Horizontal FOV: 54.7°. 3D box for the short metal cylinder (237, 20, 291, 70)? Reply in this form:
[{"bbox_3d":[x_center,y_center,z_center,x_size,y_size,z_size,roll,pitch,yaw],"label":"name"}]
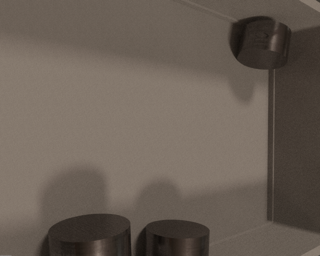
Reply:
[{"bbox_3d":[0.175,-0.137,0.520,0.080,0.080,0.050,19,78,-39],"label":"short metal cylinder"}]

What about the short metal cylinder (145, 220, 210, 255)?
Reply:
[{"bbox_3d":[0.021,0.152,0.391,0.081,0.080,0.050,4,88,-40],"label":"short metal cylinder"}]

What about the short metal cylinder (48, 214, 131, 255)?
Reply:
[{"bbox_3d":[-0.070,0.124,0.314,0.081,0.080,0.050,-4,93,-40],"label":"short metal cylinder"}]
